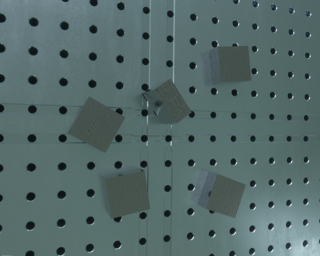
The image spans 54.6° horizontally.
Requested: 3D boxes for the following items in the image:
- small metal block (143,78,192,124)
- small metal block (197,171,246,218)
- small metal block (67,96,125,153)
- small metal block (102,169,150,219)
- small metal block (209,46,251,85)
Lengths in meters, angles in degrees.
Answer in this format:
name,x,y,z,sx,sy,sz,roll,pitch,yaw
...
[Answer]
name,x,y,z,sx,sy,sz,roll,pitch,yaw
small metal block,0.008,-0.033,0.402,0.025,0.050,0.050,-37,102,-16
small metal block,0.089,0.096,0.445,0.050,0.025,0.050,22,83,-19
small metal block,-0.079,-0.004,0.383,0.050,0.025,0.050,31,80,-18
small metal block,-0.044,0.082,0.396,0.050,0.025,0.050,-9,93,-20
small metal block,0.102,-0.091,0.450,0.050,0.025,0.050,-7,93,-20
